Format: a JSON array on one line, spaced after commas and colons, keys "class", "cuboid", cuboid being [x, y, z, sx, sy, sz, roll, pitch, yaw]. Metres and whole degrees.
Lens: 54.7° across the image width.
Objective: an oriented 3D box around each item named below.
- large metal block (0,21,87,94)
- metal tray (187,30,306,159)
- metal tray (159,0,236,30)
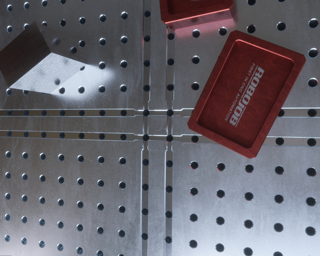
[{"class": "large metal block", "cuboid": [-0.167, -0.096, 0.442, 0.080, 0.080, 0.050, -33, 80, 17]}, {"class": "metal tray", "cuboid": [0.101, -0.040, 0.373, 0.090, 0.030, 0.129, 27, 99, 17]}, {"class": "metal tray", "cuboid": [0.043, -0.200, 0.394, 0.090, 0.030, 0.129, -6, 88, 19]}]
